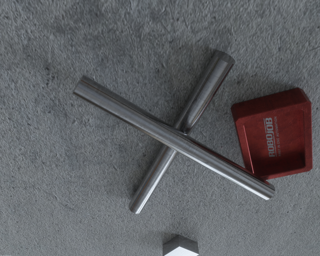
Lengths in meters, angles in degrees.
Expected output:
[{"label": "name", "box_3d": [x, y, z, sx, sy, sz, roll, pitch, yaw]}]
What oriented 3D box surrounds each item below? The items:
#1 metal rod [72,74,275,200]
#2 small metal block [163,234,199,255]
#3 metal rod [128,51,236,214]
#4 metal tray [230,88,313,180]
[{"label": "metal rod", "box_3d": [0.033, 0.022, 0.391, 0.301, 0.025, 0.025, 30, 124, -21]}, {"label": "small metal block", "box_3d": [0.041, 0.241, 0.613, 0.050, 0.025, 0.050, 31, 123, -24]}, {"label": "metal rod", "box_3d": [0.016, 0.027, 0.430, 0.025, 0.025, 0.298, 17, 128, -15]}, {"label": "metal tray", "box_3d": [0.153, 0.015, 0.419, 0.090, 0.030, 0.130, -15, 129, 11]}]
